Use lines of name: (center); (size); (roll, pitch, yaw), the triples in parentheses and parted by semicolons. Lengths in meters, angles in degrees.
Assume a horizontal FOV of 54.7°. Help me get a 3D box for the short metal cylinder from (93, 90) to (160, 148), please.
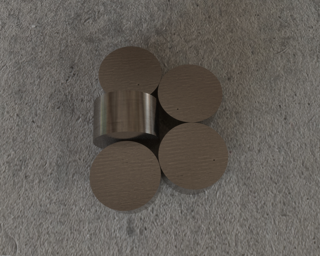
short metal cylinder: (-0.041, -0.006, 0.382); (0.081, 0.080, 0.050); (-3, 70, -1)

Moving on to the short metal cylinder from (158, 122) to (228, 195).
short metal cylinder: (0.039, 0.039, 0.381); (0.080, 0.050, 0.080); (0, 70, 1)

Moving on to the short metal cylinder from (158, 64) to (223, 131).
short metal cylinder: (0.038, -0.036, 0.409); (0.081, 0.050, 0.080); (0, 71, 0)

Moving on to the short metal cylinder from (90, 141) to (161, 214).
short metal cylinder: (-0.039, 0.061, 0.373); (0.080, 0.050, 0.080); (0, 70, 1)

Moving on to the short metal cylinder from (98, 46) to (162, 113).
short metal cylinder: (-0.038, -0.062, 0.418); (0.080, 0.050, 0.080); (0, 70, 1)
